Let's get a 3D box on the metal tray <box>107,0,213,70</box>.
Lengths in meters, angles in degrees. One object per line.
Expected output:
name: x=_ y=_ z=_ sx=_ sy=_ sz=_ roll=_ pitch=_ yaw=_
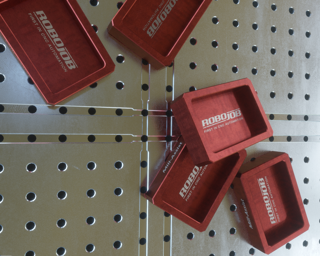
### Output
metal tray: x=0.004 y=-0.155 z=0.410 sx=0.090 sy=0.030 sz=0.130 roll=35 pitch=79 yaw=-17

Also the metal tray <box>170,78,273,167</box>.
metal tray: x=0.086 y=-0.011 z=0.412 sx=0.131 sy=0.030 sz=0.090 roll=-18 pitch=83 yaw=-35

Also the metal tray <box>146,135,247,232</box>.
metal tray: x=0.052 y=0.064 z=0.428 sx=0.090 sy=0.030 sz=0.130 roll=35 pitch=79 yaw=-17

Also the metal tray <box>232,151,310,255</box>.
metal tray: x=0.168 y=0.111 z=0.471 sx=0.091 sy=0.030 sz=0.129 roll=-22 pitch=97 yaw=-19

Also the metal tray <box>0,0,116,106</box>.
metal tray: x=-0.125 y=-0.102 z=0.363 sx=0.090 sy=0.030 sz=0.130 roll=-34 pitch=101 yaw=-17
